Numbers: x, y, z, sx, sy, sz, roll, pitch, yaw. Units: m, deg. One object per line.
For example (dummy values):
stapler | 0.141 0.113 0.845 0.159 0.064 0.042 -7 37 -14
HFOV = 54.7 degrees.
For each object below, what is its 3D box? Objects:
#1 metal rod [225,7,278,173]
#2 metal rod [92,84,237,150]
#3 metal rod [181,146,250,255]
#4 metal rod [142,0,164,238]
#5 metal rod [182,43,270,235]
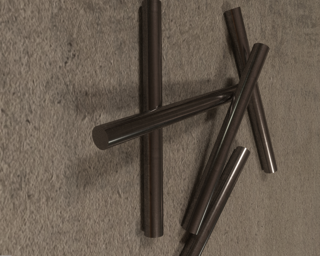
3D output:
metal rod | 0.163 -0.057 0.544 0.025 0.025 0.298 -30 109 -36
metal rod | 0.039 -0.027 0.413 0.302 0.025 0.025 -21 104 -46
metal rod | 0.066 0.151 0.462 0.025 0.025 0.301 49 61 -29
metal rod | -0.009 -0.012 0.398 0.025 0.025 0.298 -1 91 -40
metal rod | 0.100 0.011 0.463 0.025 0.025 0.299 28 81 -37
